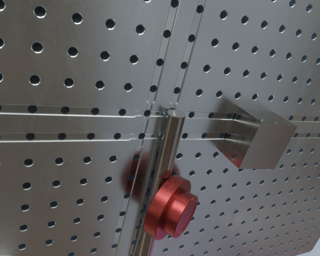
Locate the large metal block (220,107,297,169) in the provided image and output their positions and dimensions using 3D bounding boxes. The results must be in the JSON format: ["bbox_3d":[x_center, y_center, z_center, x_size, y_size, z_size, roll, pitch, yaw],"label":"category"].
[{"bbox_3d":[0.154,0.018,0.490,0.081,0.050,0.079,5,116,-31],"label":"large metal block"}]

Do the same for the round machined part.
[{"bbox_3d":[0.022,0.122,0.459,0.098,0.042,0.097,-45,149,-37],"label":"round machined part"}]

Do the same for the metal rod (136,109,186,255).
[{"bbox_3d":[-0.006,0.111,0.476,0.025,0.025,0.298,-3,120,-27],"label":"metal rod"}]
